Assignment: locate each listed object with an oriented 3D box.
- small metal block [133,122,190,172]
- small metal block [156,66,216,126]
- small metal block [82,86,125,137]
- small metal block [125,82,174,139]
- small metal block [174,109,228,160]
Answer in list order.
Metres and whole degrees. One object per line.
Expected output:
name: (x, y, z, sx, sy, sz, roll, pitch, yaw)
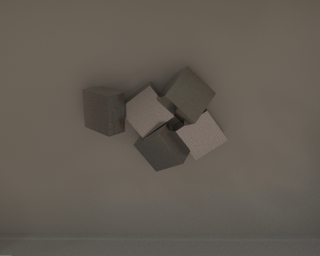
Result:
small metal block: (0.002, 0.026, 0.407, 0.050, 0.025, 0.050, -23, 112, 41)
small metal block: (0.033, -0.039, 0.383, 0.050, 0.025, 0.050, 41, 70, -14)
small metal block: (-0.070, -0.022, 0.386, 0.050, 0.025, 0.050, 18, 116, 40)
small metal block: (-0.017, -0.023, 0.401, 0.050, 0.025, 0.050, -36, 107, 12)
small metal block: (0.054, 0.006, 0.413, 0.050, 0.025, 0.050, -34, 107, 11)
